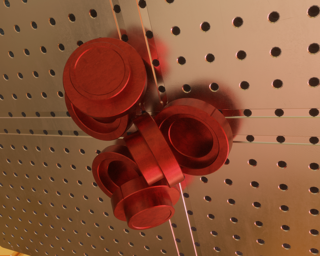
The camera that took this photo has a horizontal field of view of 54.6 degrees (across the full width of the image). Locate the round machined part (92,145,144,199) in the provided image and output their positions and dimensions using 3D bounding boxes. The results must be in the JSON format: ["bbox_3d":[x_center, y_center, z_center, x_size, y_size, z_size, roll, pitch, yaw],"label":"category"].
[{"bbox_3d":[-0.050,0.066,0.467,0.098,0.042,0.097,13,124,21],"label":"round machined part"}]

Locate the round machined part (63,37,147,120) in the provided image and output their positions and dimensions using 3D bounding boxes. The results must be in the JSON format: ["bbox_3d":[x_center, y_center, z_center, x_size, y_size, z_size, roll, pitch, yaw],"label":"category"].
[{"bbox_3d":[-0.065,-0.061,0.362,0.098,0.042,0.098,0,82,2],"label":"round machined part"}]

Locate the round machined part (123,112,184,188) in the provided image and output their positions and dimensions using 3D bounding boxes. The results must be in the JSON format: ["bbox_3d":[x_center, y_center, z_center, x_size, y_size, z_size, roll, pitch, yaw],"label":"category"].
[{"bbox_3d":[-0.012,0.032,0.388,0.042,0.098,0.098,-29,107,-6],"label":"round machined part"}]

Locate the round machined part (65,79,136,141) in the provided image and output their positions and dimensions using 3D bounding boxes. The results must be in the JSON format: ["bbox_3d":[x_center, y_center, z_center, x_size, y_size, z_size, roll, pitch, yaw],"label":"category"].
[{"bbox_3d":[-0.075,-0.035,0.418,0.098,0.042,0.097,13,124,21],"label":"round machined part"}]

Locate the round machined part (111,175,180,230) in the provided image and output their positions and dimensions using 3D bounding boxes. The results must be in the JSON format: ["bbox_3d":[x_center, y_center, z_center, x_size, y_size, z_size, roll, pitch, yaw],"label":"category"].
[{"bbox_3d":[-0.017,0.110,0.441,0.099,0.042,0.098,-13,142,-11],"label":"round machined part"}]

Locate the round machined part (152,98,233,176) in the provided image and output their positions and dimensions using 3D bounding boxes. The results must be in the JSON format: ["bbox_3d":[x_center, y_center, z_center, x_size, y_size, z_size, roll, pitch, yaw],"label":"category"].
[{"bbox_3d":[0.041,0.007,0.383,0.098,0.042,0.097,13,124,21],"label":"round machined part"}]
